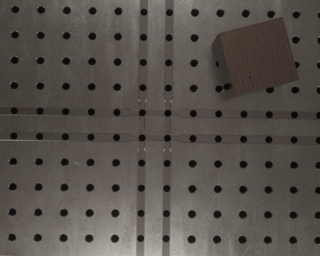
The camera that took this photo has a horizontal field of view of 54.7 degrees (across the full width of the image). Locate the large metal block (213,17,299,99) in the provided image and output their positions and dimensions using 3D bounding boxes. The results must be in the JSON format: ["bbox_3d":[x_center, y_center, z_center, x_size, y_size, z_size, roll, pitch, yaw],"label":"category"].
[{"bbox_3d":[0.121,-0.088,0.402,0.080,0.050,0.080,-15,90,-1],"label":"large metal block"}]
